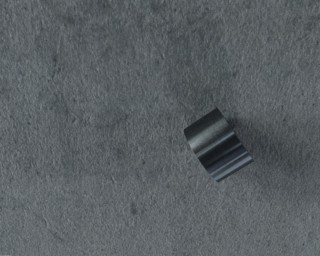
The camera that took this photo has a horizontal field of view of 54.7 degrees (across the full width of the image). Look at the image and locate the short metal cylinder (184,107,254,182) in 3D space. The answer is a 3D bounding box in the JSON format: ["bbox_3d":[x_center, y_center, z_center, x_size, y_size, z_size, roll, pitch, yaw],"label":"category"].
[{"bbox_3d":[0.073,0.021,0.389,0.050,0.080,0.080,-34,107,11],"label":"short metal cylinder"}]
